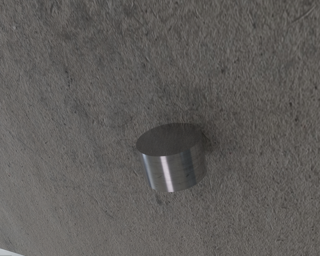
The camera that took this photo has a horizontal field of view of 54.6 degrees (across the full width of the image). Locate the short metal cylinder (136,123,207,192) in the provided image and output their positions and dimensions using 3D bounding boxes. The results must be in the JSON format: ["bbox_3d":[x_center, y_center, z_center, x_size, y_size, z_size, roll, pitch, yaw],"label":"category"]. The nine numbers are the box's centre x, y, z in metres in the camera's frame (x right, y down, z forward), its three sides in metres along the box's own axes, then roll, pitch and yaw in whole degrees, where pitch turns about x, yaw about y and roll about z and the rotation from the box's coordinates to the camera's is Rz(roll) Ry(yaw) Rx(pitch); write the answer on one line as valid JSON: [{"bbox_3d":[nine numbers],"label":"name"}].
[{"bbox_3d":[0.015,0.034,0.385,0.080,0.080,0.050,2,119,27],"label":"short metal cylinder"}]
